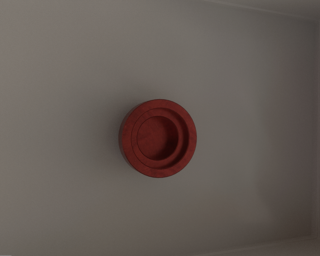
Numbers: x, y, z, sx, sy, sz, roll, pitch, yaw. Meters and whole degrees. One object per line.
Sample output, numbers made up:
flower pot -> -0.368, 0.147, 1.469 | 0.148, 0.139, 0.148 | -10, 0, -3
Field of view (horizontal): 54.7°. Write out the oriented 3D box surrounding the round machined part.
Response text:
round machined part -> -0.006, 0.013, 0.400 | 0.099, 0.042, 0.097 | 0, 90, -21
